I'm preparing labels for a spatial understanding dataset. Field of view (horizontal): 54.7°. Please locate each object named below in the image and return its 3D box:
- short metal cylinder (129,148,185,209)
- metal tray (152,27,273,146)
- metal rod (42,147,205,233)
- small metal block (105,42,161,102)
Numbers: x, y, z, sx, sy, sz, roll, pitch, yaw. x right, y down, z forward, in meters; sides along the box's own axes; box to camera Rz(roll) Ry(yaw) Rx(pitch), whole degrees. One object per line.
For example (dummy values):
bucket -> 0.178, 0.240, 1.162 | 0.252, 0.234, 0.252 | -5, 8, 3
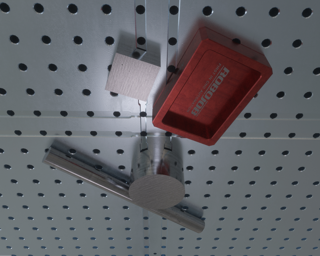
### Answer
short metal cylinder -> -0.004, 0.076, 0.460 | 0.081, 0.050, 0.079 | 0, 130, 0
metal tray -> 0.057, -0.042, 0.372 | 0.091, 0.030, 0.129 | 20, 127, -17
metal rod -> -0.044, 0.109, 0.503 | 0.301, 0.025, 0.025 | 31, 123, -24
small metal block -> -0.031, -0.063, 0.357 | 0.050, 0.025, 0.050 | 16, 128, -13
